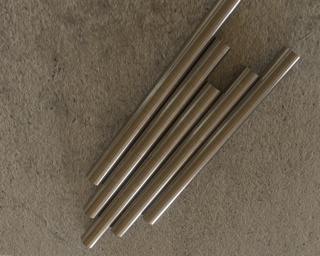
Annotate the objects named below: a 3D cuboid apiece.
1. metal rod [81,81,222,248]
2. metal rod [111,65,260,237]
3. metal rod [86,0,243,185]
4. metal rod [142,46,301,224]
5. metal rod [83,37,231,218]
[{"bbox_3d":[-0.021,0.060,0.433,0.025,0.025,0.299,35,106,-12],"label":"metal rod"},{"bbox_3d":[0.025,0.041,0.426,0.025,0.025,0.299,35,106,-12],"label":"metal rod"},{"bbox_3d":[-0.004,-0.041,0.396,0.025,0.025,0.299,35,106,-12],"label":"metal rod"},{"bbox_3d":[0.072,0.021,0.419,0.025,0.025,0.299,35,106,-12],"label":"metal rod"},{"bbox_3d":[-0.013,0.010,0.415,0.025,0.025,0.299,35,106,-12],"label":"metal rod"}]
